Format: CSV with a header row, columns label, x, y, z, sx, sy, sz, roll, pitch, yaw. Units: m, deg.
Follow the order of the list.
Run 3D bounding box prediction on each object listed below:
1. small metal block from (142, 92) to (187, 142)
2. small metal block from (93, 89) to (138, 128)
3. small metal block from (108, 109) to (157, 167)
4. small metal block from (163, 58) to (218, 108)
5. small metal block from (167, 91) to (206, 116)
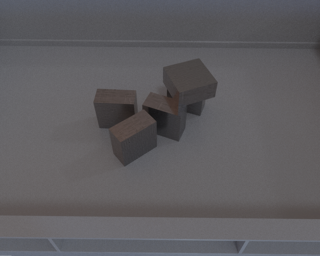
label,x,y,z,sx,sy,sz,roll,pitch,yaw
small metal block,0.006,-0.014,0.401,0.050,0.050,0.025,18,53,14
small metal block,-0.056,-0.024,0.408,0.050,0.050,0.025,3,50,2
small metal block,-0.031,0.012,0.378,0.050,0.050,0.025,-31,57,-23
small metal block,0.037,-0.058,0.389,0.050,0.025,0.050,-17,52,-14
small metal block,0.037,-0.048,0.429,0.050,0.050,0.025,16,52,12
